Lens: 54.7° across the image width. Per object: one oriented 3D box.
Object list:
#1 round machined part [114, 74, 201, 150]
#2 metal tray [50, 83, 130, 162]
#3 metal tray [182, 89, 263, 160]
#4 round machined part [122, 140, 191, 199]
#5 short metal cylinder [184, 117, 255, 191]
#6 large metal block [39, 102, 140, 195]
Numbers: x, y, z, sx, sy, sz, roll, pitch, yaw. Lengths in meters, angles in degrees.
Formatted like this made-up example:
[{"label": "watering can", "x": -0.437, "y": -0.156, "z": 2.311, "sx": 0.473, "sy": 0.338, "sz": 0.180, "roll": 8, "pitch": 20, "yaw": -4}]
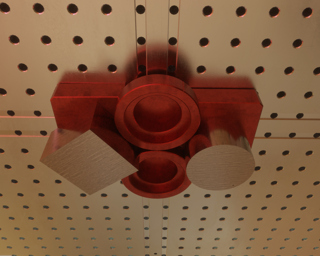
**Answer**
[{"label": "round machined part", "x": -0.003, "y": -0.022, "z": 0.369, "sx": 0.099, "sy": 0.042, "sz": 0.097, "roll": 0, "pitch": 130, "yaw": 0}, {"label": "metal tray", "x": -0.083, "y": 0.004, "z": 0.410, "sx": 0.091, "sy": 0.030, "sz": 0.129, "roll": 0, "pitch": 130, "yaw": -2}, {"label": "metal tray", "x": 0.076, "y": 0.010, "z": 0.415, "sx": 0.091, "sy": 0.030, "sz": 0.129, "roll": 0, "pitch": 130, "yaw": -1}, {"label": "round machined part", "x": -0.004, "y": 0.052, "z": 0.433, "sx": 0.099, "sy": 0.042, "sz": 0.097, "roll": 0, "pitch": 130, "yaw": 0}, {"label": "short metal cylinder", "x": 0.071, "y": 0.032, "z": 0.383, "sx": 0.081, "sy": 0.050, "sz": 0.079, "roll": 0, "pitch": 130, "yaw": 0}, {"label": "large metal block", "x": -0.081, "y": 0.028, "z": 0.378, "sx": 0.080, "sy": 0.050, "sz": 0.080, "roll": -30, "pitch": 124, "yaw": 23}]
